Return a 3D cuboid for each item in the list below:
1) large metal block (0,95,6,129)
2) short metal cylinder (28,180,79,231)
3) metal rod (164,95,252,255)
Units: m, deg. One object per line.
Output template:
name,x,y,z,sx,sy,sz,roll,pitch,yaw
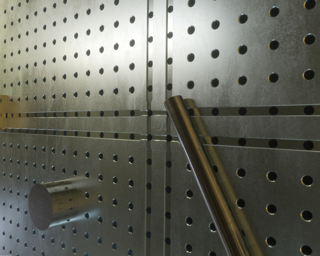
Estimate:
large metal block,-0.408,-0.039,0.731,0.080,0.050,0.079,3,92,40
short metal cylinder,-0.190,0.135,0.550,0.080,0.050,0.080,0,90,40
metal rod,0.070,0.097,0.351,0.025,0.025,0.299,-34,69,35
